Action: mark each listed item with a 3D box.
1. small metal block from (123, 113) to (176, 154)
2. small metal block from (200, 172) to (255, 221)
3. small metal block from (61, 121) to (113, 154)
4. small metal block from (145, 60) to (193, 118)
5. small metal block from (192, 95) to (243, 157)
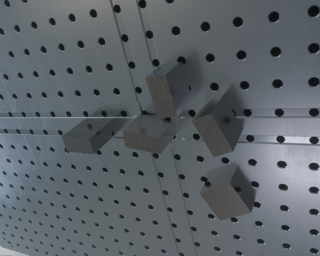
[{"bbox_3d":[-0.013,0.006,0.406,0.050,0.050,0.025,10,123,23],"label":"small metal block"},{"bbox_3d":[0.091,0.094,0.421,0.050,0.025,0.050,-29,103,37],"label":"small metal block"},{"bbox_3d":[-0.107,0.013,0.460,0.050,0.050,0.025,3,120,26],"label":"small metal block"},{"bbox_3d":[0.012,-0.046,0.361,0.025,0.050,0.050,-3,117,30],"label":"small metal block"},{"bbox_3d":[0.068,-0.003,0.358,0.025,0.050,0.050,-22,106,36],"label":"small metal block"}]
